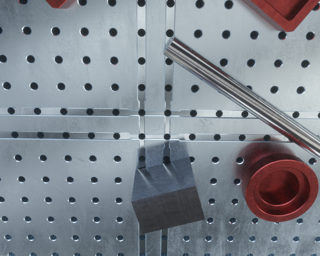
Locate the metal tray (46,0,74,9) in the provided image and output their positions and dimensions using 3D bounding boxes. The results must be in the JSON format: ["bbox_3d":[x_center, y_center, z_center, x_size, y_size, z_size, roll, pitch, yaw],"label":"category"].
[{"bbox_3d":[-0.124,-0.208,0.332,0.090,0.030,0.130,-39,106,12],"label":"metal tray"}]

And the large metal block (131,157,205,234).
[{"bbox_3d":[0.010,0.087,0.417,0.080,0.080,0.050,-15,110,5],"label":"large metal block"}]

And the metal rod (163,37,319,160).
[{"bbox_3d":[0.136,-0.023,0.406,0.301,0.025,0.025,32,107,-12],"label":"metal rod"}]

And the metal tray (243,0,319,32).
[{"bbox_3d":[0.126,-0.182,0.345,0.130,0.030,0.090,35,106,-13],"label":"metal tray"}]

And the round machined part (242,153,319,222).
[{"bbox_3d":[0.164,0.079,0.436,0.099,0.042,0.097,0,110,-1],"label":"round machined part"}]
